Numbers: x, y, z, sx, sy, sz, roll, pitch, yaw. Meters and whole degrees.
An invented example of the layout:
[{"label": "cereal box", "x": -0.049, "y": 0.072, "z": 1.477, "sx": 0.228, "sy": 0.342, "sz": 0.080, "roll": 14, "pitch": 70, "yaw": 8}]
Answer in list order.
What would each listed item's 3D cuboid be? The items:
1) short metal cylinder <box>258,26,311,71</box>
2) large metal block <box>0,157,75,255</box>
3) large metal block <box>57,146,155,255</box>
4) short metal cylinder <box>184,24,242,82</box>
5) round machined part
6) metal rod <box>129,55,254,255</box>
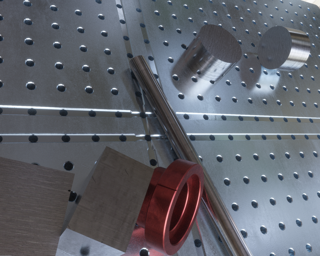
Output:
[{"label": "short metal cylinder", "x": 0.235, "y": -0.150, "z": 0.590, "sx": 0.050, "sy": 0.080, "sz": 0.080, "roll": 0, "pitch": 62, "yaw": -28}, {"label": "large metal block", "x": -0.130, "y": 0.077, "z": 0.275, "sx": 0.081, "sy": 0.050, "sz": 0.080, "roll": 17, "pitch": 55, "yaw": -19}, {"label": "large metal block", "x": -0.054, "y": 0.077, "z": 0.296, "sx": 0.050, "sy": 0.080, "sz": 0.080, "roll": 28, "pitch": 52, "yaw": -10}, {"label": "short metal cylinder", "x": 0.088, "y": -0.124, "z": 0.515, "sx": 0.081, "sy": 0.050, "sz": 0.080, "roll": 14, "pitch": 56, "yaw": -21}, {"label": "round machined part", "x": 0.009, "y": 0.079, "z": 0.330, "sx": 0.042, "sy": 0.097, "sz": 0.098, "roll": 14, "pitch": 46, "yaw": 25}, {"label": "metal rod", "x": 0.033, "y": 0.030, "z": 0.407, "sx": 0.025, "sy": 0.025, "sz": 0.299, "roll": -16, "pitch": 70, "yaw": -34}]
